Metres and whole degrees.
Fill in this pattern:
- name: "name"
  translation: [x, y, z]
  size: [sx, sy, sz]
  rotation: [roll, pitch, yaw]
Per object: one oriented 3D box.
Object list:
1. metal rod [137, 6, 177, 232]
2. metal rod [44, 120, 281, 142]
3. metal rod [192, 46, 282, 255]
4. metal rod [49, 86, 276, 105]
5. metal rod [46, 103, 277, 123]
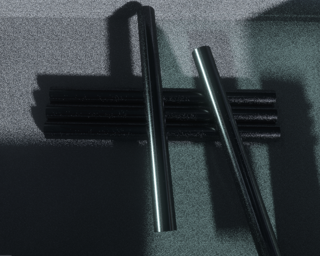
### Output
- name: "metal rod"
  translation: [-0.007, -0.026, 0.391]
  size: [0.025, 0.025, 0.299]
  rotation: [-5, 70, -2]
- name: "metal rod"
  translation: [0.003, 0.004, 0.407]
  size: [0.302, 0.025, 0.025]
  rotation: [1, 70, 0]
- name: "metal rod"
  translation: [0.094, 0.039, 0.374]
  size: [0.025, 0.025, 0.299]
  rotation: [-15, 78, -6]
- name: "metal rod"
  translation: [0.004, -0.042, 0.424]
  size: [0.302, 0.025, 0.025]
  rotation: [1, 70, 0]
- name: "metal rod"
  translation: [0.002, -0.019, 0.415]
  size: [0.302, 0.025, 0.025]
  rotation: [1, 70, 0]
